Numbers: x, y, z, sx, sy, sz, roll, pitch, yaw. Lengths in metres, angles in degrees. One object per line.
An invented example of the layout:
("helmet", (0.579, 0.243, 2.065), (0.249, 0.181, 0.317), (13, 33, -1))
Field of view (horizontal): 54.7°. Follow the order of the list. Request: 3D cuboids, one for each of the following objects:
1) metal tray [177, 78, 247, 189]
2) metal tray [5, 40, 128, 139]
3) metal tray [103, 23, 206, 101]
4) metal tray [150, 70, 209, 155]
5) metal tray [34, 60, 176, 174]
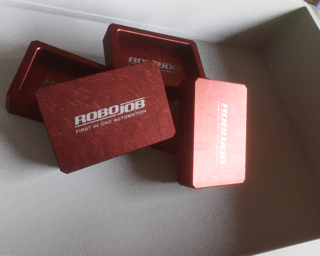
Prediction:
("metal tray", (0.068, 0.007, 0.393), (0.091, 0.030, 0.129), (2, 89, -34))
("metal tray", (-0.101, -0.043, 0.371), (0.131, 0.030, 0.090), (18, 55, -18))
("metal tray", (-0.005, -0.084, 0.412), (0.131, 0.030, 0.090), (3, 60, -27))
("metal tray", (0.038, -0.023, 0.436), (0.091, 0.030, 0.130), (18, 55, -18))
("metal tray", (-0.056, -0.015, 0.337), (0.131, 0.030, 0.089), (-18, 101, -19))
